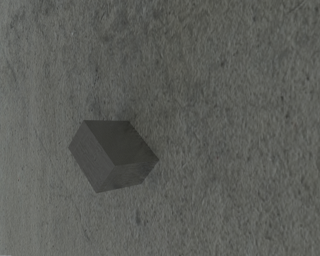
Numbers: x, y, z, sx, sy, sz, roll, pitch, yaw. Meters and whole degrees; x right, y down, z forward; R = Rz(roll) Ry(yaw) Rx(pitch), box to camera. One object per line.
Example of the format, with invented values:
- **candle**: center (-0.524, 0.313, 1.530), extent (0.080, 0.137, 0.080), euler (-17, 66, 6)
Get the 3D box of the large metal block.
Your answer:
- **large metal block**: center (-0.062, 0.035, 0.418), extent (0.080, 0.081, 0.050), euler (50, 119, 28)
